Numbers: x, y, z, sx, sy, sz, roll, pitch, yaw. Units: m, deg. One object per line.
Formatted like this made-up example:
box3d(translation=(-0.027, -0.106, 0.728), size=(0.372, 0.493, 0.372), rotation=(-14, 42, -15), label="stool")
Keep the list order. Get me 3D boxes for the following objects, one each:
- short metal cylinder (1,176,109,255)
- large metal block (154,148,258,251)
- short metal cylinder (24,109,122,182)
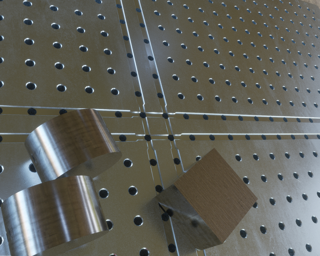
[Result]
box3d(translation=(-0.091, 0.082, 0.274), size=(0.081, 0.080, 0.050), rotation=(-10, 67, -32), label="short metal cylinder")
box3d(translation=(0.056, 0.084, 0.371), size=(0.081, 0.050, 0.080), rotation=(-34, 81, -38), label="large metal block")
box3d(translation=(-0.086, 0.024, 0.312), size=(0.081, 0.080, 0.050), rotation=(-20, 73, -36), label="short metal cylinder")
